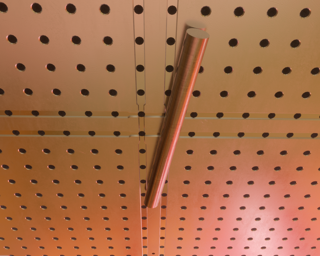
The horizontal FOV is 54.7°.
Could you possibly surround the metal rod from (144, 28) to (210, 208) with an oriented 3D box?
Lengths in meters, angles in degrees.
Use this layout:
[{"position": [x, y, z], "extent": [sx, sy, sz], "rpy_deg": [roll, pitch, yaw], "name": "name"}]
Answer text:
[{"position": [0.013, 0.012, 0.421], "extent": [0.025, 0.025, 0.298], "rpy_deg": [8, 130, -7], "name": "metal rod"}]
